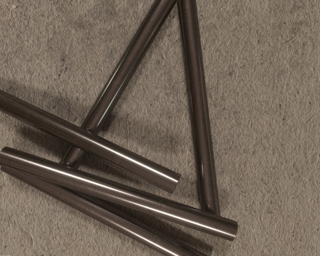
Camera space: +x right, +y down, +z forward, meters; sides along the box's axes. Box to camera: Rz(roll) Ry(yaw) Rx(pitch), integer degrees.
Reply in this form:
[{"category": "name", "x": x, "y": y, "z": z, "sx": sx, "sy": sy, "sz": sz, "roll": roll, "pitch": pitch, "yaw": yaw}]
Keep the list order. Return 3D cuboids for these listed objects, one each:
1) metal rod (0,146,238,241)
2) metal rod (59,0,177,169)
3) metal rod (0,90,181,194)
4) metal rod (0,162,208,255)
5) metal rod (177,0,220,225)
[{"category": "metal rod", "x": -0.051, "y": 0.081, "z": 0.385, "sx": 0.302, "sy": 0.025, "sz": 0.025, "roll": 18, "pitch": 90, "yaw": 0}, {"category": "metal rod", "x": -0.046, "y": -0.076, "z": 0.409, "sx": 0.025, "sy": 0.025, "sz": 0.299, "roll": 30, "pitch": 90, "yaw": -1}, {"category": "metal rod", "x": -0.116, "y": 0.005, "z": 0.385, "sx": 0.301, "sy": 0.025, "sz": 0.025, "roll": 24, "pitch": 90, "yaw": 9}, {"category": "metal rod", "x": -0.068, "y": 0.115, "z": 0.409, "sx": 0.301, "sy": 0.025, "sz": 0.025, "roll": 28, "pitch": 90, "yaw": -1}, {"category": "metal rod", "x": 0.052, "y": -0.019, "z": 0.410, "sx": 0.025, "sy": 0.025, "sz": 0.298, "roll": -7, "pitch": 90, "yaw": 0}]
